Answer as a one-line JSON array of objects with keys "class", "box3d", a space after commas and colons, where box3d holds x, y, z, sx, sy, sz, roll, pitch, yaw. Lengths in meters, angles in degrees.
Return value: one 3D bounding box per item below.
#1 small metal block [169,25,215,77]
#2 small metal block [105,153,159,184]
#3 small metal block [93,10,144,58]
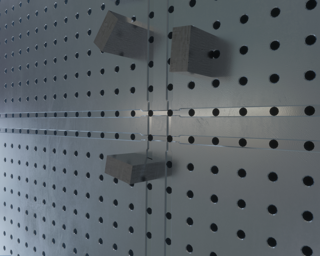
[{"class": "small metal block", "box3d": [0.038, -0.087, 0.362, 0.025, 0.050, 0.050, 7, 95, 40]}, {"class": "small metal block", "box3d": [-0.039, 0.054, 0.427, 0.050, 0.050, 0.025, 15, 100, 39]}, {"class": "small metal block", "box3d": [-0.059, -0.133, 0.443, 0.025, 0.050, 0.050, 48, 119, 29]}]
